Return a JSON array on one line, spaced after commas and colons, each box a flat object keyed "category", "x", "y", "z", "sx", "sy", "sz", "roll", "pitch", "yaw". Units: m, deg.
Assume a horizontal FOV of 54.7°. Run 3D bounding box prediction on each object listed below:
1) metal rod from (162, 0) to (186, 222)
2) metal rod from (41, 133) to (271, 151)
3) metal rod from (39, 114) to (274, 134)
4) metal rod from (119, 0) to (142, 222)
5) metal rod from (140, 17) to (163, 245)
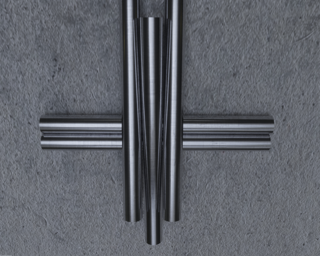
[{"category": "metal rod", "x": 0.017, "y": -0.028, "z": 0.378, "sx": 0.025, "sy": 0.025, "sz": 0.298, "roll": 0, "pitch": 102, "yaw": -1}, {"category": "metal rod", "x": -0.005, "y": 0.019, "z": 0.419, "sx": 0.302, "sy": 0.025, "sz": 0.025, "roll": 0, "pitch": 110, "yaw": -1}, {"category": "metal rod", "x": -0.003, "y": -0.005, "z": 0.410, "sx": 0.302, "sy": 0.025, "sz": 0.025, "roll": 0, "pitch": 110, "yaw": -1}, {"category": "metal rod", "x": -0.035, "y": -0.027, "z": 0.378, "sx": 0.025, "sy": 0.025, "sz": 0.298, "roll": 0, "pitch": 102, "yaw": -1}, {"category": "metal rod", "x": -0.009, "y": 0.018, "z": 0.390, "sx": 0.025, "sy": 0.025, "sz": 0.298, "roll": 0, "pitch": 110, "yaw": 0}]
